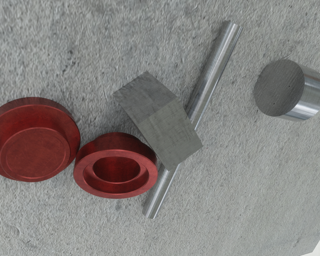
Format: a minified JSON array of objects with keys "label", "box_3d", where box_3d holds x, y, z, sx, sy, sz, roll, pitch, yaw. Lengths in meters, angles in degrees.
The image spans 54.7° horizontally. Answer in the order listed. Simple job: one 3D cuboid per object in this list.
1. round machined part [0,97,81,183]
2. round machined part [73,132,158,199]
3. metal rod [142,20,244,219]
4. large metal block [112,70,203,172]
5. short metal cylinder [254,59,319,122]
[{"label":"round machined part","box_3d":[-0.135,0.019,0.334,0.099,0.042,0.097,-14,124,-21]},{"label":"round machined part","box_3d":[-0.052,0.042,0.378,0.099,0.042,0.097,-3,136,-2]},{"label":"metal rod","box_3d":[0.037,0.003,0.428,0.025,0.025,0.298,9,114,-32]},{"label":"large metal block","box_3d":[-0.003,-0.009,0.364,0.050,0.080,0.080,-36,129,-5]},{"label":"short metal cylinder","box_3d":[0.183,-0.052,0.439,0.050,0.080,0.079,9,114,-32]}]
